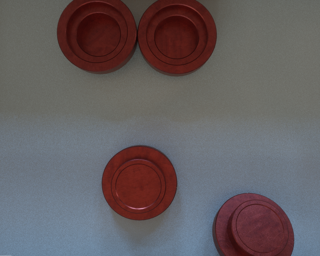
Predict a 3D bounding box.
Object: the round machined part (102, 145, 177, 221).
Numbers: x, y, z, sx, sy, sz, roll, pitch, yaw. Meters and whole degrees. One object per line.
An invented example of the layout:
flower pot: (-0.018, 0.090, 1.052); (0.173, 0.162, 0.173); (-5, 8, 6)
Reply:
round machined part: (-0.027, 0.072, 0.403); (0.099, 0.042, 0.097); (0, 90, -1)

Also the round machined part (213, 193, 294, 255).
round machined part: (0.118, 0.128, 0.384); (0.099, 0.042, 0.098); (1, 60, -2)

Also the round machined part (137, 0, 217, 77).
round machined part: (0.021, -0.115, 0.403); (0.099, 0.042, 0.097); (0, 90, -1)

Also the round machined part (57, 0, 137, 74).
round machined part: (-0.077, -0.118, 0.401); (0.099, 0.042, 0.097); (0, 90, 1)
